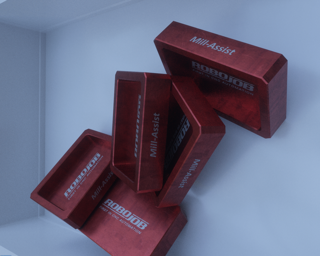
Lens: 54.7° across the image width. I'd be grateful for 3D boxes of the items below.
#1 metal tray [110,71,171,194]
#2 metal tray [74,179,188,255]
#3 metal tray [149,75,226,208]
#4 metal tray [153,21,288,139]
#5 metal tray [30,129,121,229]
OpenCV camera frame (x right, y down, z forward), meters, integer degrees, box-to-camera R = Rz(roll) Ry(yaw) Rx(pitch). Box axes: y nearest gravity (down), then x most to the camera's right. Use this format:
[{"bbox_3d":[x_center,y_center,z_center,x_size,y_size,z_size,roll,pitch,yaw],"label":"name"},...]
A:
[{"bbox_3d":[-0.027,0.000,0.364,0.090,0.030,0.129,21,108,60],"label":"metal tray"},{"bbox_3d":[-0.042,0.120,0.401,0.130,0.030,0.090,19,59,38],"label":"metal tray"},{"bbox_3d":[0.015,0.017,0.352,0.090,0.030,0.129,63,142,39],"label":"metal tray"},{"bbox_3d":[0.060,-0.050,0.314,0.130,0.090,0.030,31,71,35],"label":"metal tray"},{"bbox_3d":[-0.110,0.066,0.440,0.090,0.030,0.130,14,58,38],"label":"metal tray"}]
